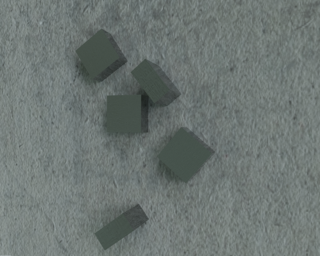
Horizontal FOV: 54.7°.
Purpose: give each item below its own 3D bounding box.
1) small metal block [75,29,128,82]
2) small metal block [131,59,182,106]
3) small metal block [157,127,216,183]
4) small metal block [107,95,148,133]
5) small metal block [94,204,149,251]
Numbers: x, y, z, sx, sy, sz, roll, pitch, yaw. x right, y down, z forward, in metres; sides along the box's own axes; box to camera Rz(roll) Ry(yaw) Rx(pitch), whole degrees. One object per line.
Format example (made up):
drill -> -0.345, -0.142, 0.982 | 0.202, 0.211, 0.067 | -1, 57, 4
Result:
small metal block -> -0.082, -0.102, 0.437 | 0.050, 0.025, 0.050 | -35, 79, 16
small metal block -> -0.004, -0.057, 0.396 | 0.025, 0.050, 0.050 | -40, 78, 15
small metal block -> 0.034, 0.034, 0.397 | 0.050, 0.025, 0.050 | 42, 103, 15
small metal block -> -0.044, -0.019, 0.424 | 0.050, 0.025, 0.050 | 0, 90, 19
small metal block -> -0.050, 0.131, 0.412 | 0.050, 0.050, 0.025 | -38, 78, 16
